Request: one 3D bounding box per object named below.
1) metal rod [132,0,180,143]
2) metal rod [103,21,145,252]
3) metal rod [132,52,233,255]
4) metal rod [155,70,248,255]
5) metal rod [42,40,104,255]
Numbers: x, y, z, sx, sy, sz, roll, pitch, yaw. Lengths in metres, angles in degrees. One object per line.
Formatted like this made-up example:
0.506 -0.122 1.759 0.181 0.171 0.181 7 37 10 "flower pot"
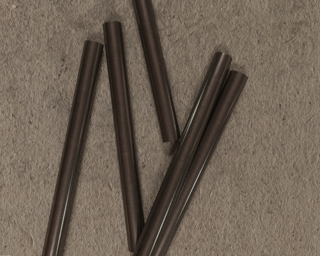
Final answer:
-0.016 -0.129 0.409 0.025 0.025 0.298 -12 90 0 "metal rod"
-0.046 0.011 0.409 0.025 0.025 0.298 -7 90 0 "metal rod"
0.027 0.043 0.397 0.025 0.025 0.299 23 85 -1 "metal rod"
0.042 0.064 0.410 0.025 0.025 0.299 25 90 -1 "metal rod"
-0.116 0.035 0.408 0.025 0.025 0.298 11 90 -1 "metal rod"
